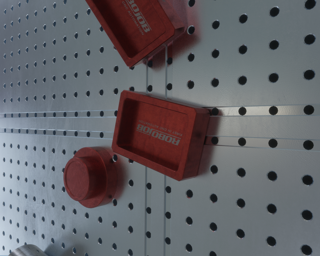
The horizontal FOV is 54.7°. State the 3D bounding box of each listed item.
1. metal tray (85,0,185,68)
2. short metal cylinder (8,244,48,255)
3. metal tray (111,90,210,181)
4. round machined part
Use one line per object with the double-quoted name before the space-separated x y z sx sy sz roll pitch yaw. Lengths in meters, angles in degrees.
"metal tray" -0.039 -0.158 0.405 0.090 0.030 0.130 -29 96 36
"short metal cylinder" -0.245 0.266 0.576 0.050 0.081 0.079 14 99 39
"metal tray" -0.005 0.005 0.409 0.130 0.030 0.089 18 102 38
"round machined part" -0.117 0.079 0.495 0.098 0.042 0.097 0 90 40
